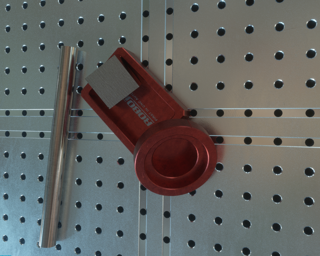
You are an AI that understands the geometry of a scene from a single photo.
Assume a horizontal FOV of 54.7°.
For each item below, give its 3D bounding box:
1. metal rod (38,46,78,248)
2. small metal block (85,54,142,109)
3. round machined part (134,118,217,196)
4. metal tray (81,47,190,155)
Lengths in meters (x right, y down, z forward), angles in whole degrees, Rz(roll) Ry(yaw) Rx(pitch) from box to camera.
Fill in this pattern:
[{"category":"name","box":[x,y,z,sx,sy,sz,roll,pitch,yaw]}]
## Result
[{"category":"metal rod","box":[-0.152,0.029,0.464,0.025,0.025,0.298,8,93,19]},{"category":"small metal block","box":[-0.061,-0.062,0.408,0.050,0.025,0.050,-36,101,12]},{"category":"round machined part","box":[0.017,0.032,0.380,0.099,0.042,0.097,-4,117,-8]},{"category":"metal tray","box":[-0.035,-0.033,0.421,0.090,0.030,0.130,-46,76,14]}]
